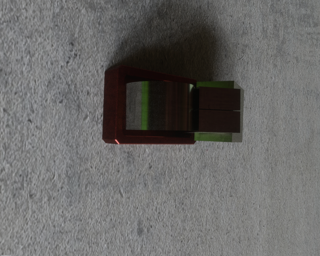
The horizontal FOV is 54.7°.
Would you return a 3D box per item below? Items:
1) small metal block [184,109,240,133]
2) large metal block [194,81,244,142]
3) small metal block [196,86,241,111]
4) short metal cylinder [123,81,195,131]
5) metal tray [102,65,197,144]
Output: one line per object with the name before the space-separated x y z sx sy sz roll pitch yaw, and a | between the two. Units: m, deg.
small metal block | 0.062 -0.007 0.373 0.050 0.050 0.025 2 88 -14
large metal block | 0.087 -0.020 0.444 0.080 0.050 0.080 7 86 -66
small metal block | 0.062 -0.032 0.374 0.050 0.050 0.025 2 88 -14
short metal cylinder | -0.001 -0.022 0.353 0.081 0.080 0.050 1 90 -40
metal tray | -0.008 -0.024 0.396 0.131 0.030 0.089 3 88 -40
